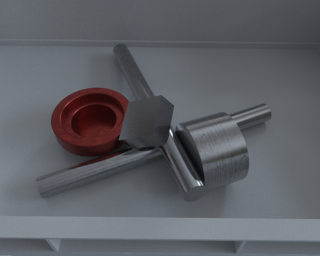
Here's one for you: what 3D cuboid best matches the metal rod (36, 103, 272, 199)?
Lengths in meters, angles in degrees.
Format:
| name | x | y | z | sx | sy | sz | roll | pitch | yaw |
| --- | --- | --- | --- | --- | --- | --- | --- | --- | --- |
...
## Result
| name | x | y | z | sx | sy | sz | roll | pitch | yaw |
| --- | --- | --- | --- | --- | --- | --- | --- | --- | --- |
| metal rod | 0.005 | 0.023 | 0.384 | 0.302 | 0.025 | 0.025 | -18 | 53 | -15 |

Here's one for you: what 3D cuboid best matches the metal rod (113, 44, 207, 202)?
| name | x | y | z | sx | sy | sz | roll | pitch | yaw |
| --- | --- | --- | --- | --- | --- | --- | --- | --- | --- |
| metal rod | -0.015 | -0.032 | 0.406 | 0.025 | 0.025 | 0.300 | -15 | 45 | -13 |

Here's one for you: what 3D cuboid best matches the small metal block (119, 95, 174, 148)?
| name | x | y | z | sx | sy | sz | roll | pitch | yaw |
| --- | --- | --- | --- | --- | --- | --- | --- | --- | --- |
| small metal block | -0.015 | -0.006 | 0.355 | 0.050 | 0.025 | 0.050 | -8 | 60 | 37 |

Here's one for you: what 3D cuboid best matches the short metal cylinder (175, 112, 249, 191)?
| name | x | y | z | sx | sy | sz | roll | pitch | yaw |
| --- | --- | --- | --- | --- | --- | --- | --- | --- | --- |
| short metal cylinder | 0.055 | 0.027 | 0.346 | 0.050 | 0.080 | 0.080 | -15 | 52 | -13 |

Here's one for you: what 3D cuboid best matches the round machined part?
| name | x | y | z | sx | sy | sz | roll | pitch | yaw |
| --- | --- | --- | --- | --- | --- | --- | --- | --- | --- |
| round machined part | -0.083 | -0.003 | 0.394 | 0.099 | 0.042 | 0.098 | 0 | 50 | 0 |
